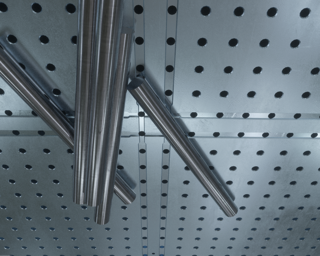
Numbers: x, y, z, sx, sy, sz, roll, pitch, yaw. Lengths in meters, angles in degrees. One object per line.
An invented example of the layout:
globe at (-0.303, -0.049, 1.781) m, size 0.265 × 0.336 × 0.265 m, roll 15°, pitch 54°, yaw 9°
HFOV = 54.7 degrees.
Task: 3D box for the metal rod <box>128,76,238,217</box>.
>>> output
metal rod at (0.047, 0.045, 0.450) m, size 0.025 × 0.025 × 0.300 m, roll -24°, pitch 127°, yaw 19°

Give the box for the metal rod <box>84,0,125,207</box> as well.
metal rod at (-0.066, -0.022, 0.350) m, size 0.025 × 0.025 × 0.298 m, roll 8°, pitch 123°, yaw -7°

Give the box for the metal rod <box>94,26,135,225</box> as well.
metal rod at (-0.065, 0.019, 0.405) m, size 0.025 × 0.025 × 0.298 m, roll 8°, pitch 123°, yaw -7°

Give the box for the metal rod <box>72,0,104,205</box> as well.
metal rod at (-0.089, -0.020, 0.371) m, size 0.025 × 0.025 × 0.298 m, roll 8°, pitch 123°, yaw -7°

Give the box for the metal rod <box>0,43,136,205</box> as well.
metal rod at (-0.118, 0.014, 0.421) m, size 0.025 × 0.025 × 0.299 m, roll -21°, pitch 127°, yaw 17°
